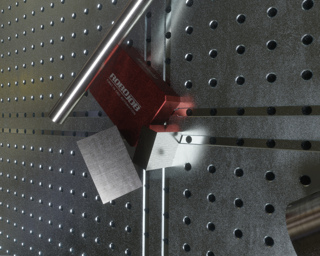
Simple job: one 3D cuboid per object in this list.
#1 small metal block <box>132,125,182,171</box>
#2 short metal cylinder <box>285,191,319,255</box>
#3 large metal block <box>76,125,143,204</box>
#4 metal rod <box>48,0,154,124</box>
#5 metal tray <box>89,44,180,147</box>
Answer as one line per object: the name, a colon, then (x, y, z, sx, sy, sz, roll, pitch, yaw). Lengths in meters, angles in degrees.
small metal block: (-0.003, 0.024, 0.394, 0.025, 0.050, 0.050, 27, 107, 36)
short metal cylinder: (0.149, 0.089, 0.250, 0.050, 0.081, 0.080, -38, 67, 33)
large metal block: (-0.064, 0.047, 0.406, 0.050, 0.080, 0.080, -24, 87, -8)
metal rod: (-0.060, -0.124, 0.419, 0.299, 0.025, 0.025, -50, 60, 15)
metal tray: (-0.041, -0.048, 0.438, 0.130, 0.030, 0.089, 50, 119, 28)
